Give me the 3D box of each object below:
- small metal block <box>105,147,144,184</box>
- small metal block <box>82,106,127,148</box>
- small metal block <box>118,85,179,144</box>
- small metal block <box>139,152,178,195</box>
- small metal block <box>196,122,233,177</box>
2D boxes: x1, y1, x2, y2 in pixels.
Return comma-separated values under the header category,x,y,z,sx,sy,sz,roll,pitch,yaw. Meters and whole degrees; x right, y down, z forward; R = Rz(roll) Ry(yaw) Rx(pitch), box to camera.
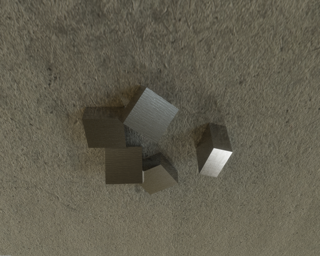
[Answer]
category,x,y,z,sx,sy,sz,roll,pitch,yaw
small metal block,-0.049,0.051,0.432,0.050,0.025,0.050,-2,86,1
small metal block,-0.070,-0.001,0.406,0.050,0.025,0.050,-1,130,0
small metal block,-0.014,-0.017,0.378,0.050,0.025,0.050,33,90,-25
small metal block,-0.007,0.069,0.466,0.050,0.025,0.050,-25,126,20
small metal block,0.071,0.029,0.416,0.025,0.050,0.050,13,129,-11
